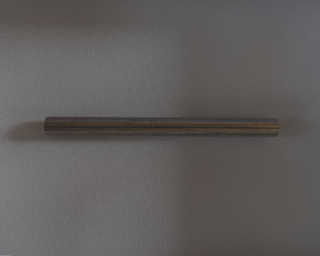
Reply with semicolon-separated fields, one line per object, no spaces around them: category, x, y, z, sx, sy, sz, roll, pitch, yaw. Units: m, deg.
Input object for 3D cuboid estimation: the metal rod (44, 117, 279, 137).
metal rod;0.003;-0.001;0.409;0.302;0.025;0.025;0;90;-1
